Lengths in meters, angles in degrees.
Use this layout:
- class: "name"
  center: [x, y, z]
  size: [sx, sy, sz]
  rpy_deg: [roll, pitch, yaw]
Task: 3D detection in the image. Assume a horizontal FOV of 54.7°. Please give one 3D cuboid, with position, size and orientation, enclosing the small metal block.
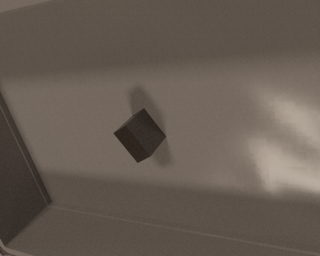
- class: "small metal block"
  center: [-0.025, 0.009, 0.410]
  size: [0.025, 0.050, 0.050]
  rpy_deg: [-31, 102, 37]
